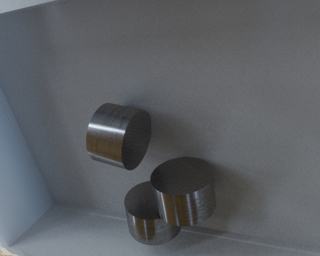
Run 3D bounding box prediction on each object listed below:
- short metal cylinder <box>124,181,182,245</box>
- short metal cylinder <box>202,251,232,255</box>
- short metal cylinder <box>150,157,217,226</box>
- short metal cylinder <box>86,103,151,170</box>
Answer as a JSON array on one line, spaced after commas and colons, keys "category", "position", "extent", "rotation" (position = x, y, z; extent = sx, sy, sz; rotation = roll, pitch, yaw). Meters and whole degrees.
[{"category": "short metal cylinder", "position": [-0.009, 0.122, 0.453], "extent": [0.080, 0.080, 0.050], "rotation": [10, 123, 23]}, {"category": "short metal cylinder", "position": [0.096, 0.246, 0.497], "extent": [0.080, 0.050, 0.079], "rotation": [13, 124, 21]}, {"category": "short metal cylinder", "position": [0.032, 0.081, 0.407], "extent": [0.080, 0.080, 0.050], "rotation": [4, 120, 26]}, {"category": "short metal cylinder", "position": [-0.052, 0.010, 0.407], "extent": [0.050, 0.080, 0.079], "rotation": [13, 124, 21]}]
